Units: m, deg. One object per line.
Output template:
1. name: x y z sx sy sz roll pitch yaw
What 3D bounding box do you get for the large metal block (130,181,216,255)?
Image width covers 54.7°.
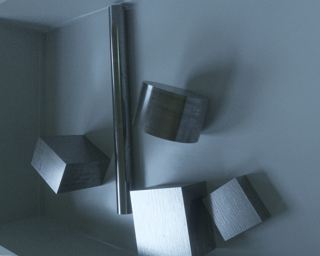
1. large metal block: 0.015 0.111 0.377 0.080 0.050 0.080 -14 81 39

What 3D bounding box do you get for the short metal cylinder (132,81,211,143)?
1. short metal cylinder: 0.013 -0.020 0.359 0.080 0.081 0.050 25 106 37

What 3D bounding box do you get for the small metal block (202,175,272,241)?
1. small metal block: 0.082 0.087 0.338 0.050 0.025 0.050 -43 65 31

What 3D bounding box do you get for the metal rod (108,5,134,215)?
1. metal rod: -0.056 -0.028 0.450 0.025 0.025 0.298 -5 87 39

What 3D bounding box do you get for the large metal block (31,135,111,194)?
1. large metal block: -0.138 0.052 0.482 0.080 0.081 0.050 35 111 34
